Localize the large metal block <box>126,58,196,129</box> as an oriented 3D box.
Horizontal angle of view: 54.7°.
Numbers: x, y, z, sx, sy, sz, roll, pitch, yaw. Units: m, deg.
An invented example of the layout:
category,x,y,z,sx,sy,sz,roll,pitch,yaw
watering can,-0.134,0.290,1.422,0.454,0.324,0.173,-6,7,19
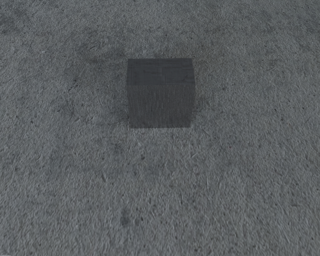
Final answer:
category,x,y,z,sx,sy,sz,roll,pitch,yaw
large metal block,0.000,-0.044,0.406,0.081,0.080,0.050,-1,50,-1
